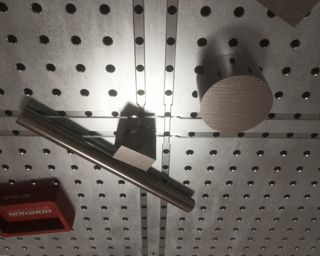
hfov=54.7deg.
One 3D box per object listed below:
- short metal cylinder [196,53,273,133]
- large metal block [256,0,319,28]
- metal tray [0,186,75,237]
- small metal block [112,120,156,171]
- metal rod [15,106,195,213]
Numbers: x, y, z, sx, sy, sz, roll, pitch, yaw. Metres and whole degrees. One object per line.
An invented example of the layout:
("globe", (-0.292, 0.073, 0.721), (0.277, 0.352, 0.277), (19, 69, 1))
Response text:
("short metal cylinder", (0.085, -0.040, 0.363), (0.081, 0.050, 0.079), (0, 130, 0))
("large metal block", (0.089, -0.140, 0.258), (0.080, 0.080, 0.050), (25, 126, -20))
("metal tray", (-0.223, 0.145, 0.528), (0.131, 0.030, 0.089), (-7, 130, 5))
("small metal block", (-0.033, 0.023, 0.415), (0.050, 0.050, 0.025), (26, 125, -21))
("metal rod", (-0.063, 0.057, 0.459), (0.301, 0.025, 0.025), (33, 122, -26))
